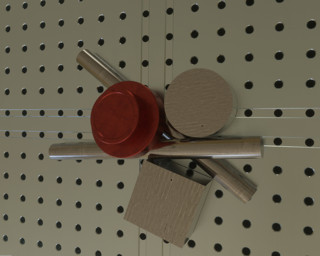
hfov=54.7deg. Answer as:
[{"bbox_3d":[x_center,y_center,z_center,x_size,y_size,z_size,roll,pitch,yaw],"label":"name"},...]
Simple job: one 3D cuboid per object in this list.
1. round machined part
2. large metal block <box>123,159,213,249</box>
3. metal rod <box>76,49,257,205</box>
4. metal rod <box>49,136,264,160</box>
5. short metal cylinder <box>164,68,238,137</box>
[{"bbox_3d":[-0.046,-0.012,0.383,0.098,0.042,0.097,-4,79,25],"label":"round machined part"},{"bbox_3d":[0.011,0.089,0.392,0.080,0.050,0.080,21,97,18],"label":"large metal block"},{"bbox_3d":[-0.001,-0.011,0.412,0.300,0.025,0.025,40,103,15],"label":"metal rod"},{"bbox_3d":[-0.024,0.028,0.400,0.300,0.025,0.025,-3,89,26],"label":"metal rod"},{"bbox_3d":[0.051,-0.029,0.380,0.080,0.050,0.079,0,90,19],"label":"short metal cylinder"}]
